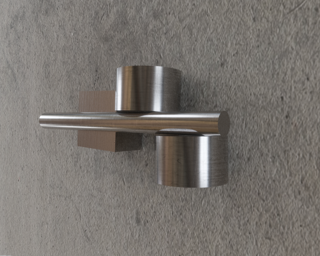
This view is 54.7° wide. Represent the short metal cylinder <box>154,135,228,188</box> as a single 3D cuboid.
[{"bbox_3d":[0.034,0.033,0.340,0.080,0.081,0.050,0,90,39],"label":"short metal cylinder"}]

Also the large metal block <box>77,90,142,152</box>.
[{"bbox_3d":[-0.071,-0.011,0.443,0.080,0.050,0.079,4,93,39],"label":"large metal block"}]

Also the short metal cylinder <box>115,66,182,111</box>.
[{"bbox_3d":[-0.014,-0.045,0.382,0.080,0.081,0.050,3,92,39],"label":"short metal cylinder"}]

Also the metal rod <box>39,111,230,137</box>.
[{"bbox_3d":[-0.057,-0.008,0.385,0.300,0.025,0.025,2,91,38],"label":"metal rod"}]

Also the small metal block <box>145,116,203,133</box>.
[{"bbox_3d":[0.017,-0.005,0.373,0.050,0.050,0.025,2,91,39],"label":"small metal block"}]
